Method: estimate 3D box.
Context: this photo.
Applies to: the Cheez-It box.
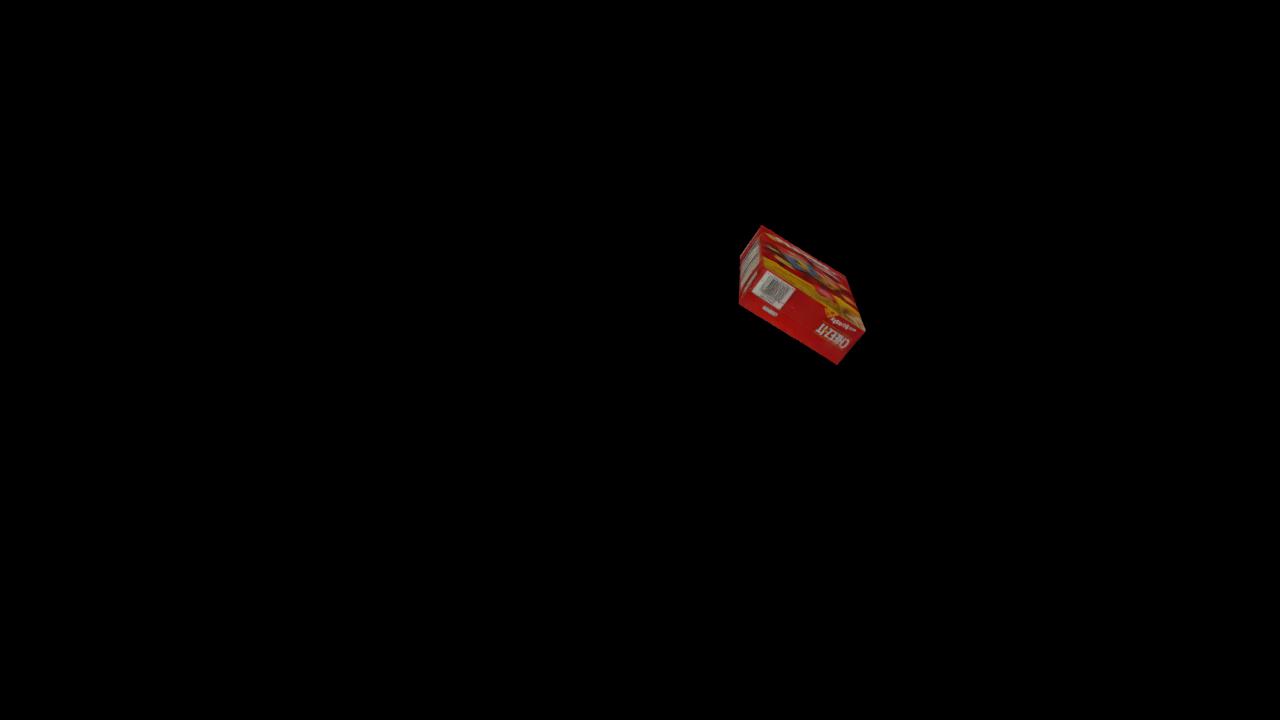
[{"bbox_3d":[0.229,-0.105,0.901,0.166,0.071,0.223,31,28,-6],"label":"Cheez-It box"}]
